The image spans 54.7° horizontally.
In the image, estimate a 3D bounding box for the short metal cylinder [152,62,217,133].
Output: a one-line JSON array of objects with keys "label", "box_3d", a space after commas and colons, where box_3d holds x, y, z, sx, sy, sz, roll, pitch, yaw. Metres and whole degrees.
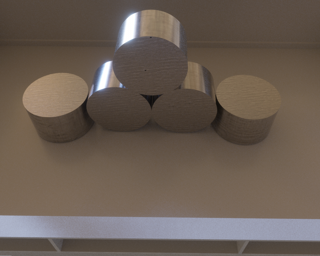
[{"label": "short metal cylinder", "box_3d": [0.031, -0.038, 0.399, 0.080, 0.080, 0.050, 1, 50, 1]}]

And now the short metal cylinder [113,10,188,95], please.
[{"label": "short metal cylinder", "box_3d": [-0.010, -0.083, 0.347, 0.080, 0.080, 0.050, 1, 50, 1]}]

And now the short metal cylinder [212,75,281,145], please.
[{"label": "short metal cylinder", "box_3d": [0.111, -0.025, 0.408, 0.080, 0.050, 0.080, 0, 50, 0]}]

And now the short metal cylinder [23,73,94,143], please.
[{"label": "short metal cylinder", "box_3d": [-0.131, -0.027, 0.409, 0.080, 0.050, 0.080, 0, 50, 0]}]

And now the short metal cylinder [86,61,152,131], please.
[{"label": "short metal cylinder", "box_3d": [-0.050, -0.040, 0.400, 0.080, 0.080, 0.050, 1, 50, 1]}]
